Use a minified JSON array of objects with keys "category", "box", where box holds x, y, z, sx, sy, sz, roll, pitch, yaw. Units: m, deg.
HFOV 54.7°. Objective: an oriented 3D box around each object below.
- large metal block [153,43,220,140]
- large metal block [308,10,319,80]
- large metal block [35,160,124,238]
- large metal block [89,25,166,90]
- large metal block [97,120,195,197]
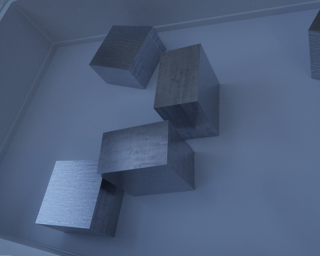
[{"category":"large metal block","box":[0.037,-0.041,0.376,0.050,0.080,0.080,-8,58,24]},{"category":"large metal block","box":[0.204,-0.084,0.315,0.080,0.080,0.050,23,74,36]},{"category":"large metal block","box":[-0.095,0.087,0.386,0.080,0.050,0.080,-4,60,26]},{"category":"large metal block","box":[-0.049,-0.112,0.484,0.080,0.050,0.080,14,69,33]},{"category":"large metal block","box":[-0.012,0.039,0.353,0.080,0.080,0.050,-11,57,22]}]
